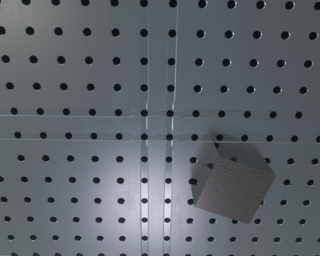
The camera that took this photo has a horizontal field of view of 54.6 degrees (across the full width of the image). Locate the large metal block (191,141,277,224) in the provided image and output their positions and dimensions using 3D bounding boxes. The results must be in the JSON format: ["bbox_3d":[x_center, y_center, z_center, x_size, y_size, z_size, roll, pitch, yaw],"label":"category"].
[{"bbox_3d":[0.098,0.075,0.428,0.080,0.050,0.080,19,109,-7],"label":"large metal block"}]
